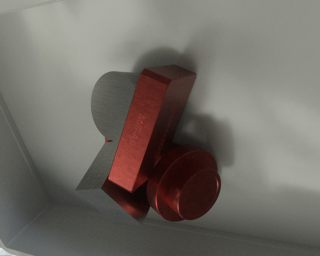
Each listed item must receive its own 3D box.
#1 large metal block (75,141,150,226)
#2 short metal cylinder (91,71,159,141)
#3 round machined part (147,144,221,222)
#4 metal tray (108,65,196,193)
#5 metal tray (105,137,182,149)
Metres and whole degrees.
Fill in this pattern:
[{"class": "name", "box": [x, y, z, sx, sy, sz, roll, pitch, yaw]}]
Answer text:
[{"class": "large metal block", "box": [-0.049, 0.071, 0.410, 0.050, 0.080, 0.080, -13, 128, 39]}, {"class": "short metal cylinder", "box": [-0.037, -0.027, 0.373, 0.080, 0.050, 0.079, 5, 99, 38]}, {"class": "round machined part", "box": [0.036, 0.073, 0.380, 0.042, 0.099, 0.097, 29, 136, 49]}, {"class": "metal tray", "box": [-0.007, -0.003, 0.345, 0.030, 0.090, 0.129, 26, 112, 16]}, {"class": "metal tray", "box": [-0.014, 0.057, 0.443, 0.130, 0.030, 0.089, 16, 125, 18]}]
